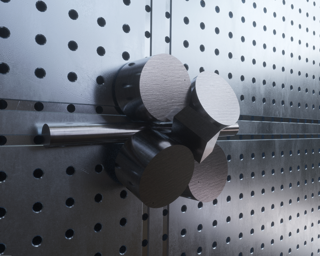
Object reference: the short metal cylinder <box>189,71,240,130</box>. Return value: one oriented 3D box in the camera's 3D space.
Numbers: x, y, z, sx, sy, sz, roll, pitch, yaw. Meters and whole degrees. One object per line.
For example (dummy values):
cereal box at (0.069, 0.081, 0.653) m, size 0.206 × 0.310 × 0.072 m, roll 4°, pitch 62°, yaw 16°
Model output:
short metal cylinder at (0.062, -0.030, 0.423) m, size 0.081 × 0.050 × 0.080 m, roll 19°, pitch 56°, yaw -31°

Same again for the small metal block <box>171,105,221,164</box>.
small metal block at (0.041, 0.008, 0.377) m, size 0.025 × 0.050 × 0.050 m, roll -40°, pitch 157°, yaw -27°

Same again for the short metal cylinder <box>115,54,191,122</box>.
short metal cylinder at (-0.007, -0.047, 0.382) m, size 0.081 × 0.050 × 0.079 m, roll 0°, pitch 90°, yaw -40°

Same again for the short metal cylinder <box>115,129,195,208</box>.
short metal cylinder at (-0.006, 0.047, 0.368) m, size 0.081 × 0.050 × 0.079 m, roll -19°, pitch 122°, yaw -33°

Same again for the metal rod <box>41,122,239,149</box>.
metal rod at (0.002, 0.004, 0.406) m, size 0.302 × 0.025 × 0.025 m, roll -2°, pitch 92°, yaw -40°

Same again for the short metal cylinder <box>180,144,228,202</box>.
short metal cylinder at (0.049, 0.058, 0.429) m, size 0.081 × 0.050 × 0.079 m, roll 0°, pitch 90°, yaw -40°
